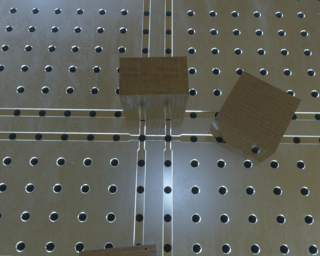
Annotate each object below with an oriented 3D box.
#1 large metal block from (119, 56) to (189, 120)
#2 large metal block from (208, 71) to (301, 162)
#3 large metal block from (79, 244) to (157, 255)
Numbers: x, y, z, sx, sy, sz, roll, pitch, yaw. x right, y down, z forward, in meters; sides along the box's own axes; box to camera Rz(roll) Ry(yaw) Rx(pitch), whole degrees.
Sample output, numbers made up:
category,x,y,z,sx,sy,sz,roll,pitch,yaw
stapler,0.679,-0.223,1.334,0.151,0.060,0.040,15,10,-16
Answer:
category,x,y,z,sx,sy,sz,roll,pitch,yaw
large metal block,-0.008,-0.048,0.400,0.081,0.080,0.050,-1,70,-1
large metal block,0.121,-0.014,0.405,0.080,0.050,0.080,30,73,10
large metal block,-0.041,0.171,0.335,0.081,0.050,0.080,-5,70,-2
